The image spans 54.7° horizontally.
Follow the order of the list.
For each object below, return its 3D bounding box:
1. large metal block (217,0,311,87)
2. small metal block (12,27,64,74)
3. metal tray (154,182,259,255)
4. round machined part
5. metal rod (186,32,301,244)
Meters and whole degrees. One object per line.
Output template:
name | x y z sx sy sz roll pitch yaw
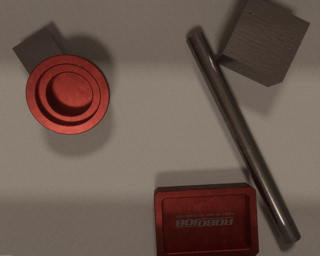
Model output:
large metal block | 0.129 -0.109 0.401 0.080 0.050 0.080 25 90 -1
small metal block | -0.155 -0.095 0.409 0.050 0.025 0.050 -33 90 0
metal tray | 0.060 0.122 0.409 0.131 0.030 0.089 -3 90 -1
round machined part | -0.113 -0.044 0.394 0.099 0.042 0.097 -2 104 -6
metal rod | 0.111 0.013 0.412 0.025 0.025 0.299 -26 90 0
